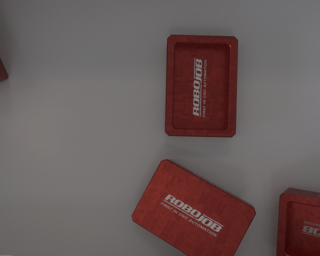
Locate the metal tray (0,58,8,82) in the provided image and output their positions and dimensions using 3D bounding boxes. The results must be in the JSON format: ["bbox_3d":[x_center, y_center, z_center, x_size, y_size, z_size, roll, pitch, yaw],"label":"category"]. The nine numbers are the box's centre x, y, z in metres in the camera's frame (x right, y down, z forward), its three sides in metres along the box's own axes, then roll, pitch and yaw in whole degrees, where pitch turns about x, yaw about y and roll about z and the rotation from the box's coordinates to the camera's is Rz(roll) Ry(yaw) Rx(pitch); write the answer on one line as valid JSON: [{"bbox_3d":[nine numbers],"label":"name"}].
[{"bbox_3d":[-0.245,-0.119,0.376,0.030,0.090,0.129,-24,90,0],"label":"metal tray"}]

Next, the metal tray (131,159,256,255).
[{"bbox_3d":[0.042,0.108,0.394,0.130,0.030,0.090,28,89,13],"label":"metal tray"}]

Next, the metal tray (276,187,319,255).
[{"bbox_3d":[0.213,0.129,0.372,0.130,0.030,0.089,5,97,34],"label":"metal tray"}]

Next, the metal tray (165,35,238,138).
[{"bbox_3d":[0.053,-0.054,0.408,0.091,0.030,0.129,1,90,0],"label":"metal tray"}]
